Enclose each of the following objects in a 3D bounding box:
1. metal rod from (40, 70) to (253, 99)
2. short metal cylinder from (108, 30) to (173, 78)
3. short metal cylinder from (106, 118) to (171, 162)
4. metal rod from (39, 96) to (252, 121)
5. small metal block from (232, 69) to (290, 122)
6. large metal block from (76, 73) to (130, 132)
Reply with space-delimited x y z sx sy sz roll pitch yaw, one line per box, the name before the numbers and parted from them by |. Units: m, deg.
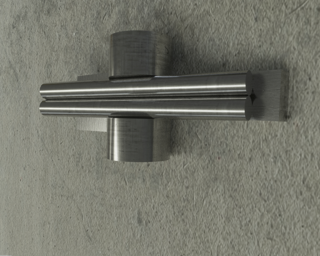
metal rod | -0.040 -0.049 0.381 0.300 0.025 0.025 2 92 32
short metal cylinder | -0.024 -0.087 0.390 0.080 0.081 0.050 2 92 40
short metal cylinder | -0.027 0.013 0.393 0.080 0.081 0.050 2 92 40
metal rod | -0.041 -0.024 0.382 0.300 0.025 0.025 2 92 32
small metal block | 0.104 -0.033 0.321 0.050 0.025 0.050 4 93 40
large metal block | -0.076 -0.036 0.453 0.080 0.050 0.079 3 92 40
